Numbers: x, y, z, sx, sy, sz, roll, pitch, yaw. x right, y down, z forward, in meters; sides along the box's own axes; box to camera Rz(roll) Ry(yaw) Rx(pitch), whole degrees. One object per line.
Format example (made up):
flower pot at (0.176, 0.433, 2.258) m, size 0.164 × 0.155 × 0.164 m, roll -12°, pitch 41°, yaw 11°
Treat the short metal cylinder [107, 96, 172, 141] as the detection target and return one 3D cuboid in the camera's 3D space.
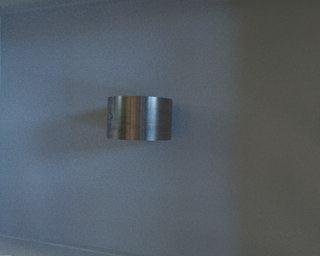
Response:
short metal cylinder at (-0.025, -0.012, 0.387) m, size 0.080 × 0.080 × 0.050 m, roll 2°, pitch 91°, yaw 20°
